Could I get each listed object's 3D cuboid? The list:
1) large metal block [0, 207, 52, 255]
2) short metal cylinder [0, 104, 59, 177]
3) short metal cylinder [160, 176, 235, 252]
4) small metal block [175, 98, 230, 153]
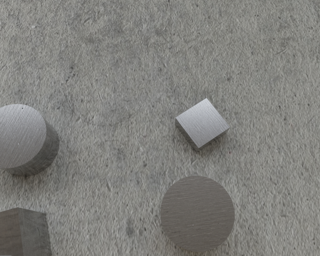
[{"bbox_3d":[-0.173,0.125,0.332,0.081,0.080,0.050,-15,71,-5],"label":"large metal block"},{"bbox_3d":[-0.174,0.017,0.388,0.081,0.050,0.080,0,70,0],"label":"short metal cylinder"},{"bbox_3d":[0.041,0.100,0.359,0.081,0.050,0.080,0,70,0],"label":"short metal cylinder"},{"bbox_3d":[0.055,-0.003,0.410,0.050,0.025,0.050,-33,73,-11],"label":"small metal block"}]
